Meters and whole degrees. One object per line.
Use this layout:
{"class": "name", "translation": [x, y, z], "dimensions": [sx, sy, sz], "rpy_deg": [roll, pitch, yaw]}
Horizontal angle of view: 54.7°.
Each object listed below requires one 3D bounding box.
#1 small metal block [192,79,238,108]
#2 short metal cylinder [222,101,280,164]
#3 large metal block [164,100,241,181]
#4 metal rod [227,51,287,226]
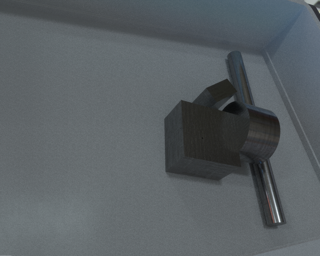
{"class": "small metal block", "translation": [0.078, -0.043, 0.460], "dimensions": [0.050, 0.050, 0.025], "rpy_deg": [-27, 77, -37]}
{"class": "short metal cylinder", "translation": [0.119, 0.007, 0.432], "dimensions": [0.050, 0.080, 0.080], "rpy_deg": [13, 56, -22]}
{"class": "large metal block", "translation": [0.054, 0.018, 0.409], "dimensions": [0.081, 0.050, 0.080], "rpy_deg": [13, 56, -22]}
{"class": "metal rod", "translation": [0.145, -0.001, 0.486], "dimensions": [0.025, 0.025, 0.299], "rpy_deg": [10, 58, -24]}
